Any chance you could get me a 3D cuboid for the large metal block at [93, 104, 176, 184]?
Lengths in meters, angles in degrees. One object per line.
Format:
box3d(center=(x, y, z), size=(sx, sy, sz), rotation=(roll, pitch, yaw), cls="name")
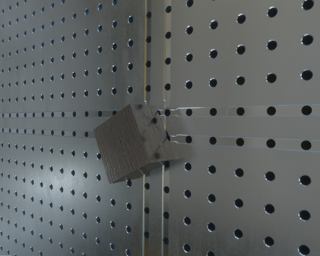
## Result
box3d(center=(-0.037, 0.022, 0.421), size=(0.080, 0.050, 0.080), rotation=(-31, 71, 35), cls="large metal block")
